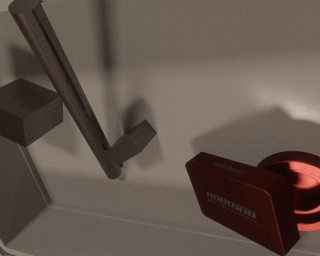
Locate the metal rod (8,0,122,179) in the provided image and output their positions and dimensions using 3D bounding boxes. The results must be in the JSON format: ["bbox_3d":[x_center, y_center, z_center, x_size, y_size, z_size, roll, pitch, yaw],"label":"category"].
[{"bbox_3d":[-0.091,-0.014,0.369,0.025,0.025,0.299,16,149,19],"label":"metal rod"}]

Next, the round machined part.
[{"bbox_3d":[0.157,0.067,0.356,0.098,0.042,0.097,13,124,20],"label":"round machined part"}]

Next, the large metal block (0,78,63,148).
[{"bbox_3d":[-0.204,-0.026,0.462,0.080,0.080,0.050,22,127,14],"label":"large metal block"}]

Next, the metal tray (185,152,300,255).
[{"bbox_3d":[0.093,0.085,0.371,0.130,0.030,0.090,13,129,54],"label":"metal tray"}]

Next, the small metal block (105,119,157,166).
[{"bbox_3d":[-0.039,0.020,0.424,0.050,0.050,0.025,-32,101,38],"label":"small metal block"}]
